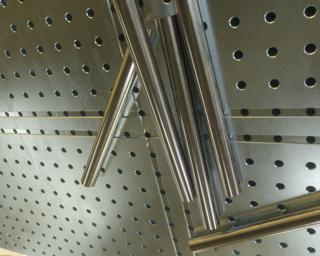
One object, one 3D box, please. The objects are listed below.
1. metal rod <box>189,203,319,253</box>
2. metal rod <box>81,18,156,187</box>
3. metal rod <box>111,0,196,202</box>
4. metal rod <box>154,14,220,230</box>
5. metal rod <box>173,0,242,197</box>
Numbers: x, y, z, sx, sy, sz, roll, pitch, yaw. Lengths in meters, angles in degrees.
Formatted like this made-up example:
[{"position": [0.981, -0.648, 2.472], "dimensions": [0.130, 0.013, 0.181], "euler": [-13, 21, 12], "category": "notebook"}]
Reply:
[{"position": [0.157, 0.126, 0.406], "dimensions": [0.299, 0.025, 0.025], "euler": [-31, 101, 37], "category": "metal rod"}, {"position": [-0.069, -0.012, 0.437], "dimensions": [0.025, 0.025, 0.298], "euler": [33, 129, 6], "category": "metal rod"}, {"position": [0.000, -0.024, 0.374], "dimensions": [0.025, 0.025, 0.298], "euler": [-1, 125, 28], "category": "metal rod"}, {"position": [0.041, 0.011, 0.395], "dimensions": [0.025, 0.025, 0.298], "euler": [-1, 118, 28], "category": "metal rod"}, {"position": [0.053, -0.047, 0.352], "dimensions": [0.025, 0.025, 0.298], "euler": [-4, 117, 30], "category": "metal rod"}]
